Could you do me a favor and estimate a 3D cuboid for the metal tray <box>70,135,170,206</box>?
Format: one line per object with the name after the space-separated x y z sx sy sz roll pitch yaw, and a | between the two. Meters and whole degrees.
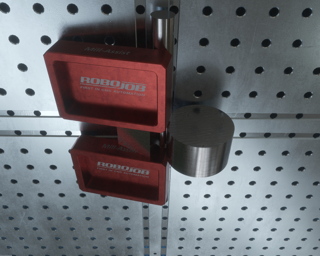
-0.053 0.061 0.437 0.131 0.030 0.089 8 131 9 | metal tray

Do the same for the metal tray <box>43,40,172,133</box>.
-0.054 -0.045 0.346 0.131 0.030 0.089 8 131 9 | metal tray

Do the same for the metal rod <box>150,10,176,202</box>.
0.002 0.000 0.406 0.025 0.025 0.298 0 130 0 | metal rod

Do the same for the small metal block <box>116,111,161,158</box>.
-0.027 0.004 0.396 0.050 0.025 0.050 22 135 23 | small metal block

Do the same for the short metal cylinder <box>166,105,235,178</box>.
0.048 0.015 0.384 0.081 0.080 0.050 0 130 0 | short metal cylinder
